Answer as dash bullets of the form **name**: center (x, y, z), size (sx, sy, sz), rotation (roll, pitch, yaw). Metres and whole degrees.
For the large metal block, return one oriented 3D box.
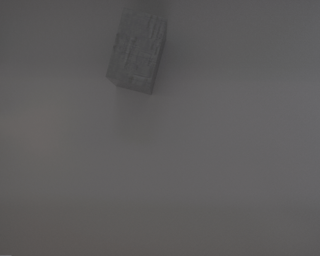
- **large metal block**: center (-0.026, -0.089, 0.383), size (0.050, 0.080, 0.080), rotation (15, 90, 0)
